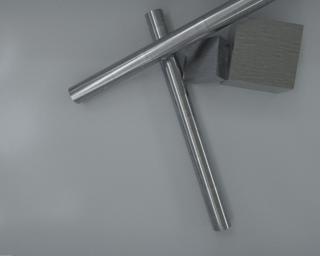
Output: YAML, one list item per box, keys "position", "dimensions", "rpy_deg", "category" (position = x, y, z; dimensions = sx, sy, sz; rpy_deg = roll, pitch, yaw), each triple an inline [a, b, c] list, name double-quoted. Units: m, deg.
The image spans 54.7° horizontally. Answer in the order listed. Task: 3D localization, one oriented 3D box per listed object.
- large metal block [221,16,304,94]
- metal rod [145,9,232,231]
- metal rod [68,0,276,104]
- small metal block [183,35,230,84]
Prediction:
- position: [0.129, -0.092, 0.401]
  dimensions: [0.081, 0.050, 0.080]
  rpy_deg: [9, 90, -1]
  category: "large metal block"
- position: [0.037, -0.010, 0.411]
  dimensions: [0.025, 0.025, 0.298]
  rpy_deg: [-18, 90, 0]
  category: "metal rod"
- position: [0.019, -0.106, 0.380]
  dimensions: [0.301, 0.025, 0.025]
  rpy_deg: [-25, 91, 12]
  category: "metal rod"
- position: [0.059, -0.086, 0.396]
  dimensions: [0.050, 0.025, 0.050]
  rpy_deg: [1, 82, 43]
  category: "small metal block"
